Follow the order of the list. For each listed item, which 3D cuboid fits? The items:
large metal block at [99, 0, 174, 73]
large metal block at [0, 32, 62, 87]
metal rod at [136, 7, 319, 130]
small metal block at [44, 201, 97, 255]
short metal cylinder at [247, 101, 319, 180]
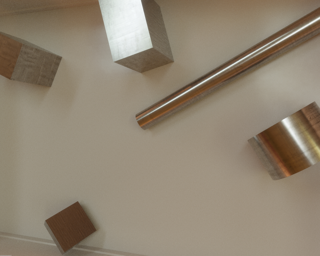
[{"bbox_3d":[-0.027,-0.121,0.390,0.050,0.080,0.080,-16,85,19],"label":"large metal block"},{"bbox_3d":[-0.208,-0.103,0.453,0.080,0.080,0.050,26,99,18],"label":"large metal block"},{"bbox_3d":[0.100,-0.078,0.374,0.300,0.025,0.025,-29,81,17],"label":"metal rod"},{"bbox_3d":[-0.127,0.141,0.438,0.050,0.050,0.025,53,144,12],"label":"small metal block"},{"bbox_3d":[0.142,0.014,0.331,0.080,0.080,0.050,-33,80,17],"label":"short metal cylinder"}]
